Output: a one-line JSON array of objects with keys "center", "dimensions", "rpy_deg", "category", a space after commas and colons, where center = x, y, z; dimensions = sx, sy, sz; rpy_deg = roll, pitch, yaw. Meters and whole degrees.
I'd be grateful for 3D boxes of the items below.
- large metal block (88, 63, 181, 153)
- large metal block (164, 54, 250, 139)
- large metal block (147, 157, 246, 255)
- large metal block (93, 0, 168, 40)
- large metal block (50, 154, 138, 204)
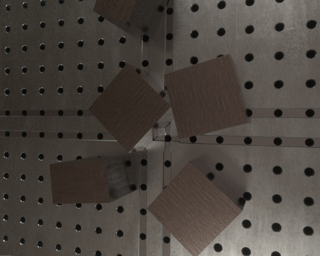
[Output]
[{"center": [-0.032, -0.025, 0.409], "dimensions": [0.080, 0.050, 0.080], "rpy_deg": [46, 104, 14], "category": "large metal block"}, {"center": [0.059, -0.035, 0.378], "dimensions": [0.080, 0.050, 0.080], "rpy_deg": [-15, 85, 19], "category": "large metal block"}, {"center": [0.046, 0.095, 0.383], "dimensions": [0.080, 0.050, 0.080], "rpy_deg": [43, 103, 14], "category": "large metal block"}, {"center": [-0.030, -0.168, 0.393], "dimensions": [0.050, 0.080, 0.080], "rpy_deg": [22, 97, 18], "category": "large metal block"}, {"center": [-0.085, 0.066, 0.412], "dimensions": [0.080, 0.080, 0.050], "rpy_deg": [-6, 88, 19], "category": "large metal block"}]
